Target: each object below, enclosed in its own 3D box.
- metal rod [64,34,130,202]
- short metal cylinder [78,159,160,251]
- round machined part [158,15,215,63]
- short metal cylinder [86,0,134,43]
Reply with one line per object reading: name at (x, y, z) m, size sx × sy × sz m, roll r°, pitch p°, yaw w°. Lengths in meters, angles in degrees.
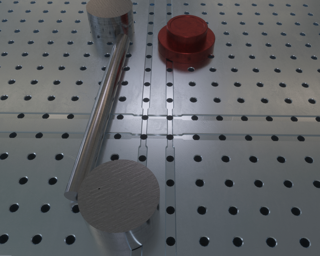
metal rod at (-0.079, -0.038, 0.438) m, size 0.025 × 0.025 × 0.300 m, roll 4°, pitch 50°, yaw 4°
short metal cylinder at (-0.040, 0.080, 0.324) m, size 0.081 × 0.050 × 0.080 m, roll 0°, pitch 50°, yaw 0°
round machined part at (0.045, -0.157, 0.529) m, size 0.099 × 0.042 × 0.098 m, roll 0°, pitch 50°, yaw 0°
short metal cylinder at (-0.088, -0.197, 0.556) m, size 0.081 × 0.050 × 0.080 m, roll 0°, pitch 50°, yaw 0°
